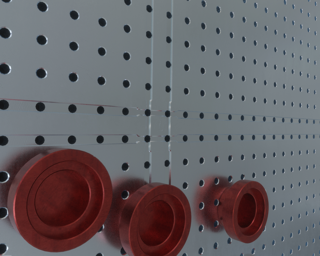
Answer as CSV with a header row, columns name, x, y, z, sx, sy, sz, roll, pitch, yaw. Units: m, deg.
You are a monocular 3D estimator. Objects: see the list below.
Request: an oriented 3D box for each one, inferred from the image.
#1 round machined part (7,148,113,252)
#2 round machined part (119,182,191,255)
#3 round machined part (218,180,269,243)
name,x,y,z,sx,sy,sz,roll,pitch,yaw
round machined part,-0.101,0.069,0.313,0.099,0.042,0.097,0,90,-40
round machined part,-0.010,0.117,0.389,0.099,0.042,0.097,0,90,-40
round machined part,0.133,0.133,0.508,0.099,0.042,0.097,0,90,-40
